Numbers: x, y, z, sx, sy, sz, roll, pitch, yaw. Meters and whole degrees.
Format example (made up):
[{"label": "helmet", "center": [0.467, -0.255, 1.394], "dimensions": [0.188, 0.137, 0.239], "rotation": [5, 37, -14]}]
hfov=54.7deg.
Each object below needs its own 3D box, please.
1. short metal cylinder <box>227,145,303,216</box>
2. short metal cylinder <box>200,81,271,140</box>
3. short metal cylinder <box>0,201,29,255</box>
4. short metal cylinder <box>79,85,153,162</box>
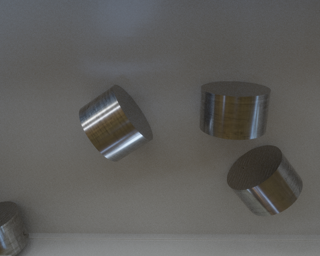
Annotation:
[{"label": "short metal cylinder", "center": [0.137, 0.068, 0.409], "dimensions": [0.080, 0.080, 0.050], "rotation": [-37, 106, 12]}, {"label": "short metal cylinder", "center": [0.089, -0.024, 0.375], "dimensions": [0.081, 0.080, 0.050], "rotation": [0, 110, 0]}, {"label": "short metal cylinder", "center": [-0.233, 0.147, 0.433], "dimensions": [0.080, 0.080, 0.050], "rotation": [-10, 110, 3]}, {"label": "short metal cylinder", "center": [-0.052, -0.006, 0.379], "dimensions": [0.050, 0.080, 0.080], "rotation": [-33, 107, 11]}]
